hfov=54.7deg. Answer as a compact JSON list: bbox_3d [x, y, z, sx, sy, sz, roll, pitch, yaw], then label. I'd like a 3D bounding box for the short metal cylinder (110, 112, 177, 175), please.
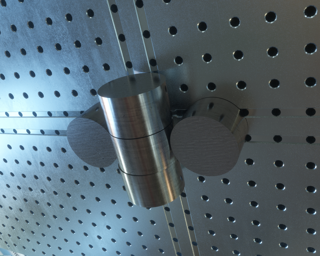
[{"bbox_3d":[-0.019,0.016,0.393,0.080,0.080,0.050,2,119,27],"label":"short metal cylinder"}]

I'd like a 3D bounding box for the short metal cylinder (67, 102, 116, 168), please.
[{"bbox_3d":[-0.084,0.010,0.442,0.080,0.050,0.079,13,124,20],"label":"short metal cylinder"}]

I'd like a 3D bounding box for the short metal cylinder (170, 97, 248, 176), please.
[{"bbox_3d":[0.059,0.010,0.368,0.080,0.050,0.079,13,124,20],"label":"short metal cylinder"}]

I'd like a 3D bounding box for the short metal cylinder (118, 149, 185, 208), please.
[{"bbox_3d":[-0.010,0.061,0.417,0.080,0.080,0.050,1,119,27],"label":"short metal cylinder"}]

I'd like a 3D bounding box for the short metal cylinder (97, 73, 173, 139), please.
[{"bbox_3d":[-0.028,-0.029,0.370,0.080,0.080,0.050,3,120,26],"label":"short metal cylinder"}]
